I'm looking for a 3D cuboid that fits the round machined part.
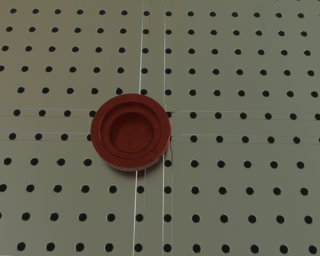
[{"bbox_3d":[-0.036,0.008,0.399,0.099,0.042,0.098,0,70,-1],"label":"round machined part"}]
